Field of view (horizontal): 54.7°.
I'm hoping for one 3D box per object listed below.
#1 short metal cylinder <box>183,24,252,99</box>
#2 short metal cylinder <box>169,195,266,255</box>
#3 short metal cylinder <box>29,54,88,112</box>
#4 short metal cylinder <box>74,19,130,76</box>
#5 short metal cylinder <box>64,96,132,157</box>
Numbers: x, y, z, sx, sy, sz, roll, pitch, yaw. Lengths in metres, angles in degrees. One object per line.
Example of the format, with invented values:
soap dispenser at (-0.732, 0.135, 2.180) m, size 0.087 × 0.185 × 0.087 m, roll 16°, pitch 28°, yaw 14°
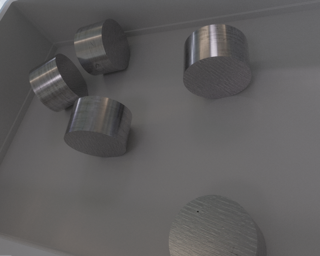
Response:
short metal cylinder at (0.069, -0.080, 0.383) m, size 0.080 × 0.080 × 0.050 m, roll -10°, pitch 58°, yaw 23°
short metal cylinder at (0.055, 0.110, 0.293) m, size 0.080 × 0.050 × 0.080 m, roll -13°, pitch 56°, yaw 21°
short metal cylinder at (-0.162, -0.072, 0.500) m, size 0.050 × 0.080 × 0.080 m, roll -27°, pitch 53°, yaw 12°
short metal cylinder at (-0.091, -0.128, 0.497) m, size 0.050 × 0.080 × 0.080 m, roll -8°, pitch 58°, yaw 24°
short metal cylinder at (-0.081, 0.000, 0.413) m, size 0.080 × 0.080 × 0.050 m, roll -6°, pitch 59°, yaw 25°
